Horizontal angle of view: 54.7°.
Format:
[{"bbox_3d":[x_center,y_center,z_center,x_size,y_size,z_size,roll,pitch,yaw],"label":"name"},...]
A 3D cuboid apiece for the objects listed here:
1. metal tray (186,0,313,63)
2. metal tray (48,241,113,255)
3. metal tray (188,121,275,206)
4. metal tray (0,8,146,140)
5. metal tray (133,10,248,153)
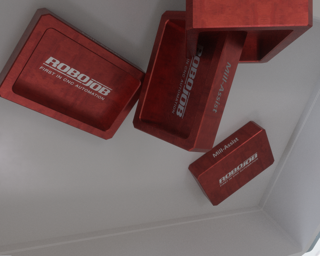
[{"bbox_3d":[0.069,-0.087,0.285,0.090,0.130,0.030,0,90,4],"label":"metal tray"},{"bbox_3d":[-0.141,0.230,0.473,0.131,0.030,0.089,-6,121,-25],"label":"metal tray"},{"bbox_3d":[0.120,0.059,0.507,0.130,0.030,0.090,-35,129,-5],"label":"metal tray"},{"bbox_3d":[-0.086,-0.050,0.327,0.131,0.030,0.090,27,104,-37],"label":"metal tray"},{"bbox_3d":[0.026,-0.050,0.316,0.030,0.090,0.129,9,99,-47],"label":"metal tray"}]
